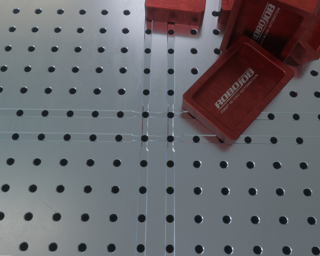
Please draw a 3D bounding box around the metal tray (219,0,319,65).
[{"bbox_3d":[0.135,-0.131,0.405,0.090,0.130,0.030,25,72,9],"label":"metal tray"}]

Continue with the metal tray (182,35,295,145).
[{"bbox_3d":[0.105,-0.053,0.423,0.090,0.030,0.130,42,79,12],"label":"metal tray"}]

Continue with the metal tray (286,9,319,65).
[{"bbox_3d":[0.216,-0.169,0.452,0.090,0.030,0.130,40,73,-15],"label":"metal tray"}]

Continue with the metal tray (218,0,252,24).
[{"bbox_3d":[0.143,-0.224,0.491,0.090,0.030,0.130,7,70,2],"label":"metal tray"}]

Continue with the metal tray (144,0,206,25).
[{"bbox_3d":[0.030,-0.230,0.493,0.090,0.030,0.130,8,70,2],"label":"metal tray"}]
